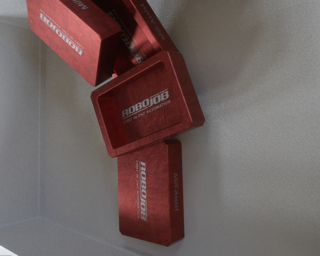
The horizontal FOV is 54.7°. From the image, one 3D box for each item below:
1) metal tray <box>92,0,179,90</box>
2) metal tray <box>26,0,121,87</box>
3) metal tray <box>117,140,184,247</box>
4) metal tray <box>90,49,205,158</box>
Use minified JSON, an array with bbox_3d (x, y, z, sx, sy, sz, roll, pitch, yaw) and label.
[{"bbox_3d":[-0.041,-0.111,0.388,0.090,0.030,0.130,-20,115,38],"label":"metal tray"},{"bbox_3d":[-0.109,-0.123,0.379,0.130,0.030,0.089,42,147,11],"label":"metal tray"},{"bbox_3d":[-0.014,0.081,0.414,0.090,0.030,0.129,-3,88,39],"label":"metal tray"},{"bbox_3d":[-0.020,-0.025,0.372,0.130,0.030,0.090,-23,82,34],"label":"metal tray"}]
